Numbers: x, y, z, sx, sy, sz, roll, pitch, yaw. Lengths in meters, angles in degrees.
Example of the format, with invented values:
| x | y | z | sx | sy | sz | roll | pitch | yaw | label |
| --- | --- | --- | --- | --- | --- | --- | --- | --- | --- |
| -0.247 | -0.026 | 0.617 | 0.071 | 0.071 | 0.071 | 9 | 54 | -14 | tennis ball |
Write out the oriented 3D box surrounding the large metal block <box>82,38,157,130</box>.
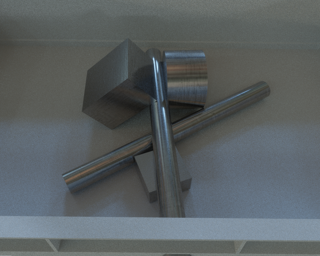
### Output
| x | y | z | sx | sy | sz | roll | pitch | yaw | label |
| --- | --- | --- | --- | --- | --- | --- | --- | --- | --- |
| -0.053 | -0.057 | 0.409 | 0.080 | 0.050 | 0.080 | -31 | 44 | 27 | large metal block |

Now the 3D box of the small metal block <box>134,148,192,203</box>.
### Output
| x | y | z | sx | sy | sz | roll | pitch | yaw | label |
| --- | --- | --- | --- | --- | --- | --- | --- | --- | --- |
| 0.003 | 0.052 | 0.360 | 0.050 | 0.025 | 0.050 | -17 | 52 | -14 | small metal block |

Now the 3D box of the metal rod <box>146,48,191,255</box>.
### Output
| x | y | z | sx | sy | sz | roll | pitch | yaw | label |
| --- | --- | --- | --- | --- | --- | --- | --- | --- | --- |
| 0.002 | 0.003 | 0.367 | 0.025 | 0.025 | 0.300 | -4 | 49 | -3 | metal rod |

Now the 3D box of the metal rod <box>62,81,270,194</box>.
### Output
| x | y | z | sx | sy | sz | roll | pitch | yaw | label |
| --- | --- | --- | --- | --- | --- | --- | --- | --- | --- |
| 0.023 | 0.003 | 0.400 | 0.302 | 0.025 | 0.025 | -25 | 55 | -20 | metal rod |

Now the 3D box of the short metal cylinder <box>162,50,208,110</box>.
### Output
| x | y | z | sx | sy | sz | roll | pitch | yaw | label |
| --- | --- | --- | --- | --- | --- | --- | --- | --- | --- |
| 0.031 | -0.065 | 0.422 | 0.050 | 0.080 | 0.080 | -2 | 50 | -4 | short metal cylinder |
